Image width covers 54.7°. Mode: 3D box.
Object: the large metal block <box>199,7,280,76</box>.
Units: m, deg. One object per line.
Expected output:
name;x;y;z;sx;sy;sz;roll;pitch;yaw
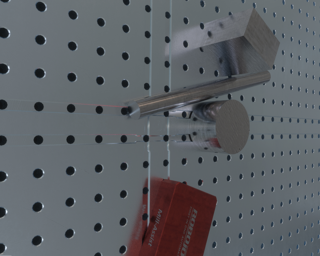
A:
large metal block;0.123;-0.128;0.477;0.080;0.080;0.050;34;69;-35

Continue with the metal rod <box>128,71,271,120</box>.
metal rod;0.080;-0.058;0.476;0.302;0.025;0.025;-18;102;-39

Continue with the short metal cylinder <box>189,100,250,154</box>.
short metal cylinder;0.091;-0.002;0.470;0.081;0.050;0.079;0;90;-40

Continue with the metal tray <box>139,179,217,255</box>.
metal tray;0.026;0.146;0.429;0.090;0.030;0.130;28;72;-37
